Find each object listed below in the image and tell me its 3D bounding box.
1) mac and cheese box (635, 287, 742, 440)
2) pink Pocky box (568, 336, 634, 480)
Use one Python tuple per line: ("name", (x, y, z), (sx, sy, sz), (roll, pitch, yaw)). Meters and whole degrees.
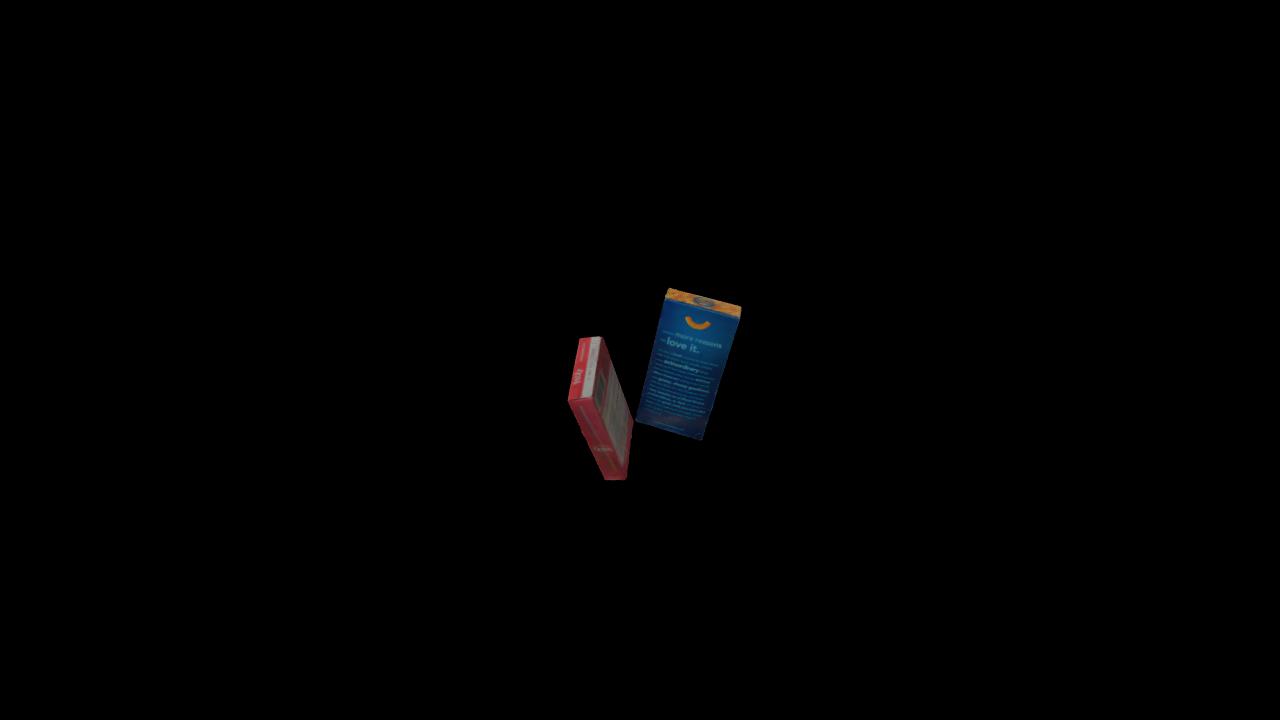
("mac and cheese box", (0.057, 0.009, 0.764), (0.093, 0.184, 0.041), (16, 32, 5))
("pink Pocky box", (-0.039, 0.056, 0.668), (0.029, 0.084, 0.155), (-4, -41, 12))
